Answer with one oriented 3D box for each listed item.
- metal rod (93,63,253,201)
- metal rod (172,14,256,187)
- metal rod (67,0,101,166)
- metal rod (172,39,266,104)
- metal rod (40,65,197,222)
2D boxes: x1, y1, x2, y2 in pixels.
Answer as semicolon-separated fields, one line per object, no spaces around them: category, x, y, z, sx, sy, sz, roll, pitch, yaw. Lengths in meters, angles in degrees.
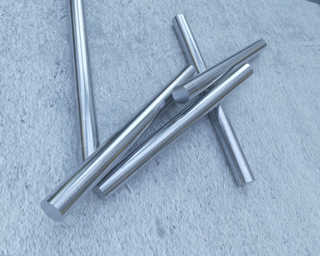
metal rod;0.035;-0.012;0.407;0.302;0.025;0.025;-38;84;-32
metal rod;0.075;-0.056;0.477;0.025;0.025;0.299;-4;64;-30
metal rod;-0.102;-0.084;0.400;0.025;0.025;0.299;3;61;-27
metal rod;0.112;-0.102;0.500;0.025;0.025;0.302;49;44;6
metal rod;-0.024;-0.007;0.374;0.025;0.025;0.301;41;44;0
